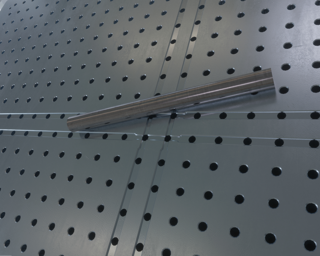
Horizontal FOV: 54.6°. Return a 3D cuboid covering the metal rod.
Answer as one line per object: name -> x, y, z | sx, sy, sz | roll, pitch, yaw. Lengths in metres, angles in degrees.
metal rod -> 0.000, -0.033, 0.429 | 0.300, 0.025, 0.025 | -11, 57, 22
